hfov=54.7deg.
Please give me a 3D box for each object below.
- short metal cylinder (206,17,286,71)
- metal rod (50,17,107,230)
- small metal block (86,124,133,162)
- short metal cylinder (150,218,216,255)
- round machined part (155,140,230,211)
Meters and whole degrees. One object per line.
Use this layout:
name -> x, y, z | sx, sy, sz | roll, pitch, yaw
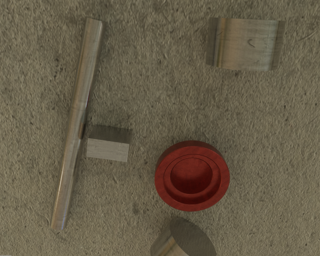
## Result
short metal cylinder -> 0.093, -0.096, 0.346 | 0.081, 0.080, 0.050 | 2, 110, -1
metal rod -> -0.113, 0.008, 0.411 | 0.025, 0.025, 0.298 | 14, 109, -5
small metal block -> -0.064, 0.019, 0.403 | 0.050, 0.050, 0.025 | 9, 110, -3
short metal cylinder -> 0.033, 0.177, 0.446 | 0.080, 0.080, 0.050 | 32, 107, -11
round machined part -> 0.042, 0.061, 0.424 | 0.099, 0.042, 0.097 | 0, 110, 0
